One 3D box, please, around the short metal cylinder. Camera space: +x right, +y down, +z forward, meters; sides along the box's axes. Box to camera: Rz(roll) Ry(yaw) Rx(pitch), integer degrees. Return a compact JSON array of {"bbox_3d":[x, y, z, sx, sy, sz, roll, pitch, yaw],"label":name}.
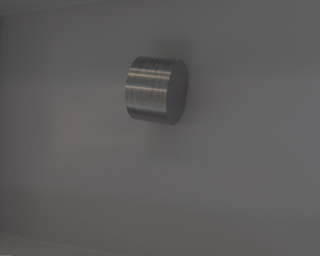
[{"bbox_3d":[-0.002,-0.046,0.382,0.050,0.080,0.080,10,93,20],"label":"short metal cylinder"}]
